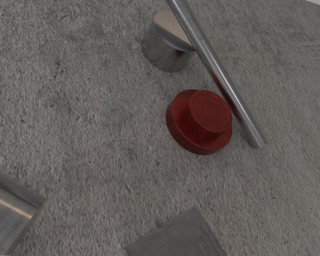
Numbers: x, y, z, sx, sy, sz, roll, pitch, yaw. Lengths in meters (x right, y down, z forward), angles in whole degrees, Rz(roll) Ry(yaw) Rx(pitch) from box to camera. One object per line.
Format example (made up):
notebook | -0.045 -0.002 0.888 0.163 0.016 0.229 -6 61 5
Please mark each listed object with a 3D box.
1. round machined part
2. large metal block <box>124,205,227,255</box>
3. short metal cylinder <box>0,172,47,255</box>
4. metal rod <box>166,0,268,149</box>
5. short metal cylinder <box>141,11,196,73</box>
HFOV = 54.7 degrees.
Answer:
round machined part | 0.061 -0.014 0.435 0.099 0.042 0.098 14 56 -21
large metal block | 0.019 0.132 0.298 0.050 0.080 0.080 -23 74 -36
short metal cylinder | -0.136 0.079 0.247 0.050 0.080 0.080 33 51 -7
metal rod | 0.074 -0.099 0.448 0.025 0.025 0.299 -41 102 -39
short metal cylinder | 0.017 -0.133 0.478 0.081 0.050 0.080 14 56 -21
